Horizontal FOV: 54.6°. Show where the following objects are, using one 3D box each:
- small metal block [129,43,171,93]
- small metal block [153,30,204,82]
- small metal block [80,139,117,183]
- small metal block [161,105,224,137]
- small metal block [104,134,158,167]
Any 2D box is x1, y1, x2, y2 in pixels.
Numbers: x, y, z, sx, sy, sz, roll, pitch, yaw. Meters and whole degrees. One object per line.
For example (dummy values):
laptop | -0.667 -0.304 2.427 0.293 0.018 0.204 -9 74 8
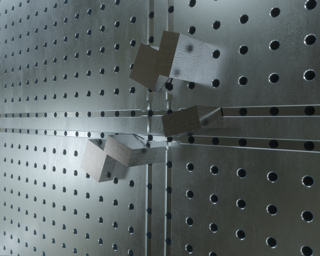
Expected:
small metal block | -0.009 -0.081 0.418 0.050 0.025 0.050 34 111 35
small metal block | 0.023 -0.085 0.375 0.025 0.050 0.050 23 105 38
small metal block | -0.096 0.051 0.490 0.050 0.025 0.050 30 109 36
small metal block | 0.039 -0.007 0.362 0.050 0.050 0.025 -16 80 39
small metal block | -0.040 0.030 0.427 0.050 0.050 0.025 25 106 37
